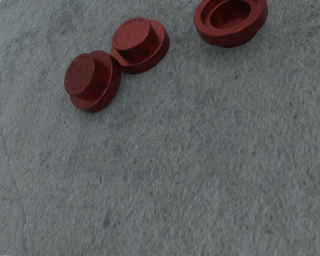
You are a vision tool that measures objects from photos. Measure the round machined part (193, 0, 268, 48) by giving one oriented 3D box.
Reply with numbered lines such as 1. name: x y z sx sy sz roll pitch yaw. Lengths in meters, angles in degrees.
1. round machined part: 0.100 -0.152 0.433 0.098 0.042 0.098 -13 56 20

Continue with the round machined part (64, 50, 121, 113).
1. round machined part: -0.110 -0.076 0.479 0.098 0.042 0.098 -13 67 34

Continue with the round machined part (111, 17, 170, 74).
1. round machined part: -0.038 -0.138 0.495 0.098 0.042 0.098 -13 56 20
